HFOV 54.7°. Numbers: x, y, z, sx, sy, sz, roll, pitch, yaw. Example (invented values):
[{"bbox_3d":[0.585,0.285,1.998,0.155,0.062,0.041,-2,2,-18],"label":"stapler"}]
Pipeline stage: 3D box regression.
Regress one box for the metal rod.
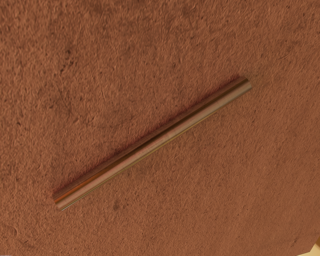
[{"bbox_3d":[-0.005,0.016,0.418,0.301,0.025,0.025,-32,129,-8],"label":"metal rod"}]
